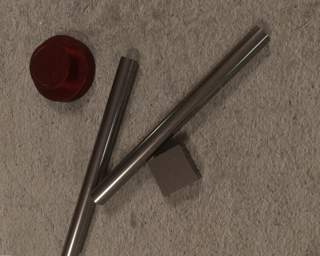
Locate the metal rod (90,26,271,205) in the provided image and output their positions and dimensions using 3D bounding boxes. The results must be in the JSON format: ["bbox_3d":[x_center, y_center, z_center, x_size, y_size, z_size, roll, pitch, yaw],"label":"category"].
[{"bbox_3d":[0.018,-0.008,0.395,0.299,0.025,0.025,-45,76,11],"label":"metal rod"}]

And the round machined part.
[{"bbox_3d":[-0.148,-0.087,0.451,0.098,0.042,0.097,0,90,19],"label":"round machined part"}]

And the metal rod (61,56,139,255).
[{"bbox_3d":[-0.087,0.047,0.438,0.025,0.025,0.298,20,96,18],"label":"metal rod"}]

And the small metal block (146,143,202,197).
[{"bbox_3d":[0.019,0.054,0.402,0.050,0.025,0.050,-30,81,17],"label":"small metal block"}]
